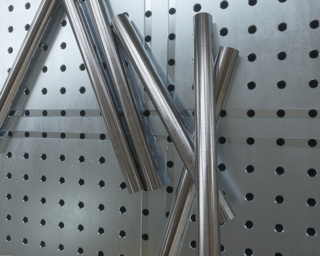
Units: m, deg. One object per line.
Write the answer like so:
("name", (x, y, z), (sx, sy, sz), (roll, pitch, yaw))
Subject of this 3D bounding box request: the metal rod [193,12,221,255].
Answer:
("metal rod", (0.052, 0.004, 0.352), (0.025, 0.025, 0.299), (-5, 72, 20))

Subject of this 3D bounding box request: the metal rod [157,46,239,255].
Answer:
("metal rod", (0.044, 0.045, 0.397), (0.025, 0.025, 0.298), (18, 96, 19))

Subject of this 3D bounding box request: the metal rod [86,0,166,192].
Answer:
("metal rod", (-0.051, -0.060, 0.431), (0.025, 0.025, 0.299), (-21, 83, 19))

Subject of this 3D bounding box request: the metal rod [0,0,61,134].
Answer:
("metal rod", (-0.222, -0.092, 0.491), (0.025, 0.025, 0.299), (32, 100, 17))

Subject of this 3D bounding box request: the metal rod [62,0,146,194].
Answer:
("metal rod", (-0.082, -0.053, 0.441), (0.025, 0.025, 0.299), (-23, 83, 18))

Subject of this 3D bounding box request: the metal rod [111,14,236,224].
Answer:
("metal rod", (0.009, -0.023, 0.390), (0.025, 0.025, 0.299), (-32, 72, 17))
